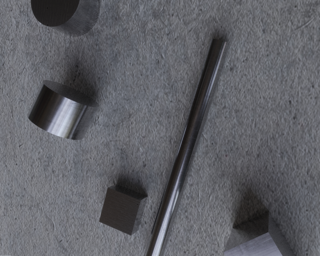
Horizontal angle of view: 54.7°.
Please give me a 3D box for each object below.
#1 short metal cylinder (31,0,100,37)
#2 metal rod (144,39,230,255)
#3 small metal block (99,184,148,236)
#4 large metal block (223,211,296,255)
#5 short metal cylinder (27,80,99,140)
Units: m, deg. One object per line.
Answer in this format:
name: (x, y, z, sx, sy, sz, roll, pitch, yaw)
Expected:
short metal cylinder: (-0.133, -0.177, 0.441, 0.080, 0.050, 0.079, 0, 90, 19)
metal rod: (0.031, 0.036, 0.397, 0.025, 0.025, 0.298, 19, 96, 18)
small metal block: (-0.050, 0.111, 0.426, 0.050, 0.025, 0.050, 17, 96, 18)
large metal block: (0.118, 0.148, 0.338, 0.050, 0.080, 0.080, -32, 80, 17)
short metal cylinder: (-0.131, -0.025, 0.425, 0.080, 0.080, 0.050, 31, 100, 17)
